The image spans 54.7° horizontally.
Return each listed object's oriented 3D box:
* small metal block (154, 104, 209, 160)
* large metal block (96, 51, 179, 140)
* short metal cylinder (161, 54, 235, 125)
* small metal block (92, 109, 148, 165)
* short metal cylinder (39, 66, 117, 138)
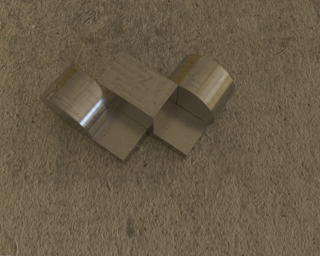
[{"bbox_3d":[0.027,0.005,0.408,0.050,0.025,0.050,34,73,11],"label":"small metal block"},{"bbox_3d":[-0.026,-0.039,0.395,0.080,0.080,0.050,33,73,11],"label":"large metal block"},{"bbox_3d":[0.048,-0.048,0.398,0.080,0.080,0.050,34,74,11],"label":"short metal cylinder"},{"bbox_3d":[-0.051,0.012,0.405,0.050,0.025,0.050,34,73,11],"label":"small metal block"},{"bbox_3d":[-0.102,-0.031,0.391,0.080,0.080,0.050,33,74,11],"label":"short metal cylinder"}]
